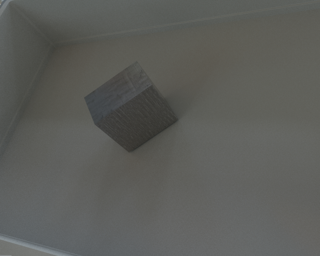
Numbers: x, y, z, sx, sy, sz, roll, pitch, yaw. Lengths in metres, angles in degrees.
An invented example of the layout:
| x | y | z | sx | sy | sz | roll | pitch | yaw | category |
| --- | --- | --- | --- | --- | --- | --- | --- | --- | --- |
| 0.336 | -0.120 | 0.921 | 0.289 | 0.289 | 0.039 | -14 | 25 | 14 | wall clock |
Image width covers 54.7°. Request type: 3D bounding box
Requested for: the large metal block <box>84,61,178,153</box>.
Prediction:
| x | y | z | sx | sy | sz | roll | pitch | yaw | category |
| --- | --- | --- | --- | --- | --- | --- | --- | --- | --- |
| -0.035 | -0.025 | 0.399 | 0.080 | 0.080 | 0.050 | -34 | 52 | 5 | large metal block |
